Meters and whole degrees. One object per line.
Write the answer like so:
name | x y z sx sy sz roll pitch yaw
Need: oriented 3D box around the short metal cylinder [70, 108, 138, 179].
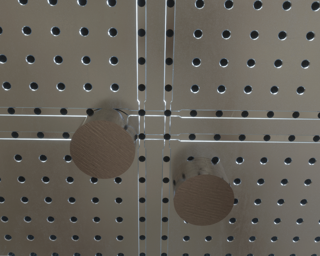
short metal cylinder | -0.071 0.019 0.406 0.081 0.050 0.079 0 110 -1

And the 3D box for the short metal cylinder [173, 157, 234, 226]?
short metal cylinder | 0.058 0.088 0.433 0.081 0.050 0.079 0 110 -1
